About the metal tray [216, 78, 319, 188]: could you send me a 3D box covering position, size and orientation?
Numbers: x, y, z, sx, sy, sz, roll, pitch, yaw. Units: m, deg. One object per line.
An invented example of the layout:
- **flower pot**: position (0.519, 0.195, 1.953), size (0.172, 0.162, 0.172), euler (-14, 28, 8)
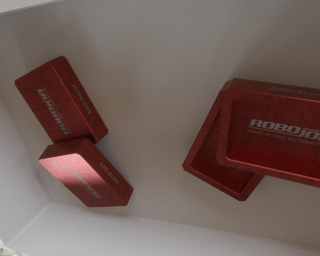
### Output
- **metal tray**: position (0.126, 0.006, 0.302), size (0.130, 0.030, 0.089), euler (12, 122, 20)

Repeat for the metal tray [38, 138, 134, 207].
- **metal tray**: position (-0.113, 0.075, 0.486), size (0.090, 0.030, 0.130), euler (-11, 129, 32)

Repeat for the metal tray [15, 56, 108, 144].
- **metal tray**: position (-0.146, -0.030, 0.461), size (0.090, 0.030, 0.130), euler (-16, 111, 34)

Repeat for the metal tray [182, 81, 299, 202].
- **metal tray**: position (0.091, 0.020, 0.368), size (0.090, 0.030, 0.129), euler (29, 128, 9)
